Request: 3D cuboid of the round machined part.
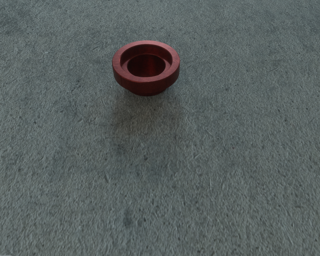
[{"bbox_3d":[-0.020,-0.085,0.464,0.099,0.042,0.098,0,50,0],"label":"round machined part"}]
